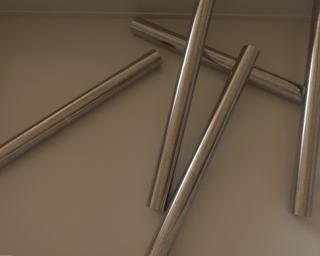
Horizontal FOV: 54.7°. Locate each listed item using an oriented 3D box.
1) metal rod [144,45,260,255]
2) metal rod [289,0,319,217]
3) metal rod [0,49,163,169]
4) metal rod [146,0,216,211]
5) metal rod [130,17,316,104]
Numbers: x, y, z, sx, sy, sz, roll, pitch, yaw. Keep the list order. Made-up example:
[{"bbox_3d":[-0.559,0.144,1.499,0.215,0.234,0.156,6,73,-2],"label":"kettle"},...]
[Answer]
[{"bbox_3d":[0.057,0.025,0.386,0.025,0.025,0.300,25,77,8],"label":"metal rod"},{"bbox_3d":[0.197,-0.039,0.400,0.025,0.025,0.299,11,80,3],"label":"metal rod"},{"bbox_3d":[-0.124,-0.019,0.414,0.301,0.025,0.025,-35,74,-12],"label":"metal rod"},{"bbox_3d":[0.031,-0.047,0.392,0.025,0.025,0.299,13,84,4],"label":"metal rod"},{"bbox_3d":[0.096,-0.092,0.444,0.301,0.025,0.025,25,72,8],"label":"metal rod"}]
